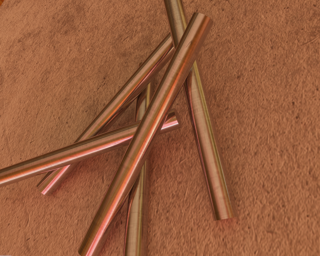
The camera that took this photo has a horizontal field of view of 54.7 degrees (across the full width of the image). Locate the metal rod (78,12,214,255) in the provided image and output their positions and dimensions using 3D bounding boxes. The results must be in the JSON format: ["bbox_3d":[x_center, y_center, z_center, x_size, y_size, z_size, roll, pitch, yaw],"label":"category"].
[{"bbox_3d":[-0.018,0.012,0.352,0.025,0.025,0.299,29,94,37],"label":"metal rod"}]

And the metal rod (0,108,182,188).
[{"bbox_3d":[-0.117,0.035,0.404,0.301,0.025,0.025,-19,54,13],"label":"metal rod"}]

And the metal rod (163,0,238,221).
[{"bbox_3d":[0.040,-0.047,0.362,0.025,0.025,0.299,-17,70,18],"label":"metal rod"}]

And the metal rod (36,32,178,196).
[{"bbox_3d":[-0.064,-0.024,0.427,0.300,0.025,0.025,-48,51,4],"label":"metal rod"}]

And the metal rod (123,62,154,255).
[{"bbox_3d":[-0.024,0.035,0.395,0.025,0.025,0.299,-12,56,22],"label":"metal rod"}]
